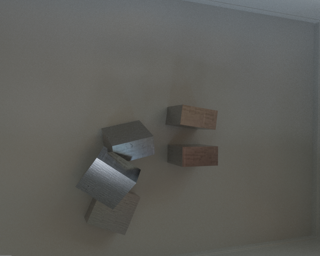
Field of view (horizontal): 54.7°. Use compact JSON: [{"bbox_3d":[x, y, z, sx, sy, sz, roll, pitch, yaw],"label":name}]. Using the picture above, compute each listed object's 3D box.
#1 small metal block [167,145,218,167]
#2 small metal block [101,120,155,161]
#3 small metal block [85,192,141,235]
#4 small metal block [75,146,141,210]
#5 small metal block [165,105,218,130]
[{"bbox_3d":[0.043,0.036,0.414,0.050,0.050,0.025,0,90,-20],"label":"small metal block"},{"bbox_3d":[-0.040,0.016,0.380,0.050,0.050,0.025,-13,119,-20],"label":"small metal block"},{"bbox_3d":[-0.060,0.100,0.389,0.050,0.025,0.050,25,82,-19],"label":"small metal block"},{"bbox_3d":[-0.058,0.057,0.351,0.050,0.025,0.050,35,116,-9],"label":"small metal block"},{"bbox_3d":[0.041,-0.013,0.414,0.050,0.050,0.025,8,88,-20],"label":"small metal block"}]
